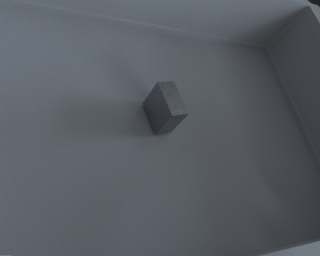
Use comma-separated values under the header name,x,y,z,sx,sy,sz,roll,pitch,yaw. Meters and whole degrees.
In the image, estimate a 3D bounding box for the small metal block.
name,x,y,z,sx,sy,sz,roll,pitch,yaw
small metal block,0.006,-0.026,0.404,0.025,0.050,0.050,-9,66,-32
